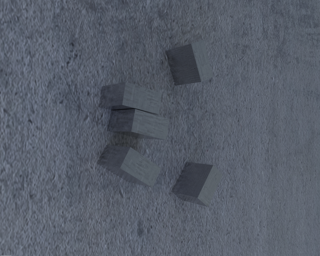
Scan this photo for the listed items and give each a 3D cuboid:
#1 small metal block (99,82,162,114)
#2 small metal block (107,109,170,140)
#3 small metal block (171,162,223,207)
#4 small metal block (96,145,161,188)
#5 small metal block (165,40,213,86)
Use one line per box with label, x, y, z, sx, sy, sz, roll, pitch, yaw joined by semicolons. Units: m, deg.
small metal block;-0.035;-0.032;0.359;0.050;0.050;0.025;13;82;-39
small metal block;-0.026;-0.003;0.366;0.050;0.050;0.025;15;81;-39
small metal block;0.051;0.077;0.431;0.025;0.050;0.050;45;63;-31
small metal block;-0.036;0.044;0.358;0.050;0.050;0.025;38;67;-34
small metal block;0.039;-0.087;0.421;0.025;0.050;0.050;-28;108;-37
